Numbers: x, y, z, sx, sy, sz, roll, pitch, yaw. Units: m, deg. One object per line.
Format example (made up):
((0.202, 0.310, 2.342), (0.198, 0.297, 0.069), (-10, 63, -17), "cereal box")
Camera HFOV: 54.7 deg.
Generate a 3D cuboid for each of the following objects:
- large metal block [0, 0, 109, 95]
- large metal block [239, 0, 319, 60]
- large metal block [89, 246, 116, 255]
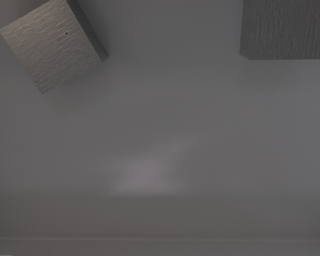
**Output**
((-0.118, -0.097, 0.361), (0.080, 0.050, 0.080), (-26, 108, 9), "large metal block")
((0.140, -0.122, 0.354), (0.081, 0.050, 0.079), (-1, 110, 0), "large metal block")
((-0.091, 0.249, 0.491), (0.080, 0.050, 0.080), (31, 107, -11), "large metal block")
